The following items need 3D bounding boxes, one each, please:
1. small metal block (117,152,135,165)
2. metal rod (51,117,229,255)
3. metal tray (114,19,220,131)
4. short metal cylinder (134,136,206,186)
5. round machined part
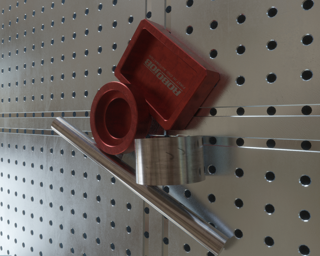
[{"bbox_3d":[-0.066,0.038,0.461,0.050,0.025,0.050,35,111,34],"label":"small metal block"},{"bbox_3d":[-0.043,0.064,0.416,0.300,0.025,0.025,32,110,26],"label":"metal rod"},{"bbox_3d":[0.003,-0.069,0.401,0.130,0.030,0.089,48,118,29],"label":"metal tray"},{"bbox_3d":[0.011,0.036,0.361,0.080,0.081,0.050,-5,87,39],"label":"short metal cylinder"},{"bbox_3d":[-0.050,-0.013,0.427,0.098,0.042,0.097,0,90,41],"label":"round machined part"}]
